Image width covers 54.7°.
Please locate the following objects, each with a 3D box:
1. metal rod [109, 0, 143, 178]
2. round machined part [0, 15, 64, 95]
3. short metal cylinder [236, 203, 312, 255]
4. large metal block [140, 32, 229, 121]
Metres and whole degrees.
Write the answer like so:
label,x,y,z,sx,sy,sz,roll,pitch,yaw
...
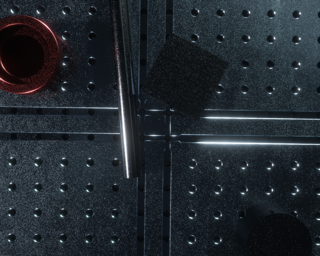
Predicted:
label,x,y,z,sx,sy,sz,roll,pitch,yaw
metal rod,-0.048,-0.084,0.412,0.025,0.025,0.298,-5,90,-1
round machined part,-0.174,-0.091,0.403,0.099,0.042,0.097,0,90,-1
short metal cylinder,0.146,0.144,0.403,0.081,0.050,0.079,0,90,-1
large metal block,0.030,-0.063,0.401,0.080,0.050,0.080,28,90,-1
